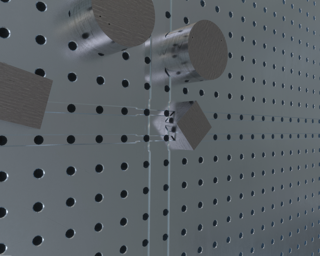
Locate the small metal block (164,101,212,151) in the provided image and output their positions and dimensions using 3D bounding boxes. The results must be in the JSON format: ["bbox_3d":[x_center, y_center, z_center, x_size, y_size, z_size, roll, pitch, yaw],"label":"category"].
[{"bbox_3d":[0.041,-0.004,0.444,0.050,0.025,0.050,-49,119,-29],"label":"small metal block"}]

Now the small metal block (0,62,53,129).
[{"bbox_3d":[-0.137,-0.029,0.294,0.050,0.025,0.050,18,78,-39],"label":"small metal block"}]

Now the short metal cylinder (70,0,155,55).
[{"bbox_3d":[-0.053,-0.127,0.348,0.081,0.050,0.079,0,90,-40],"label":"short metal cylinder"}]

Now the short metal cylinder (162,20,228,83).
[{"bbox_3d":[0.050,-0.105,0.434,0.081,0.050,0.079,0,90,-40],"label":"short metal cylinder"}]
